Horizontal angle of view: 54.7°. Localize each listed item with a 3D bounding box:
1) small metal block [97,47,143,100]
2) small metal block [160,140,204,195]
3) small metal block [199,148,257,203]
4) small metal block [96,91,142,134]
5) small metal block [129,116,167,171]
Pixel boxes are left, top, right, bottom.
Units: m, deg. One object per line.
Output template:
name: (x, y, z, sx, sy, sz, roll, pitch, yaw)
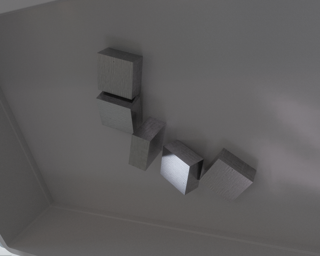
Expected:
small metal block: (-0.051, -0.069, 0.393, 0.050, 0.025, 0.050, 18, 125, 17)
small metal block: (0.028, 0.052, 0.414, 0.050, 0.025, 0.050, 36, 134, 37)
small metal block: (0.087, 0.062, 0.401, 0.050, 0.025, 0.050, 35, 129, 4)
small metal block: (-0.053, -0.022, 0.416, 0.050, 0.025, 0.050, 18, 140, 17)
small metal block: (-0.017, 0.020, 0.414, 0.025, 0.050, 0.050, 21, 126, 16)
